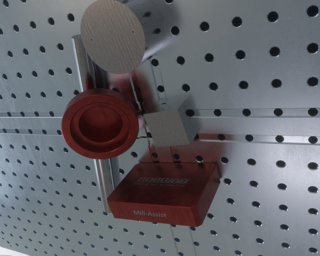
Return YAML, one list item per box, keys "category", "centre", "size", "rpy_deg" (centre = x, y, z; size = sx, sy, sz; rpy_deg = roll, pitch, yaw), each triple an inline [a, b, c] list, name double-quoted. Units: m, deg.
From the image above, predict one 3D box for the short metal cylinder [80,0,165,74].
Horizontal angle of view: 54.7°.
- category: "short metal cylinder"
  centre: [-0.041, -0.107, 0.350]
  size: [0.080, 0.050, 0.079]
  rpy_deg: [13, 124, 21]

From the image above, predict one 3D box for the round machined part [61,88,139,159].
- category: "round machined part"
  centre: [-0.079, -0.009, 0.417]
  size: [0.099, 0.042, 0.097]
  rpy_deg: [-5, 121, -8]

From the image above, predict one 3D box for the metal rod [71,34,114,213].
- category: "metal rod"
  centre: [-0.094, 0.012, 0.467]
  size: [0.025, 0.025, 0.298]
  rpy_deg: [11, 123, 22]

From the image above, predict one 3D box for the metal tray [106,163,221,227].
- category: "metal tray"
  centre: [0.006, 0.085, 0.418]
  size: [0.130, 0.090, 0.030]
  rpy_deg: [-4, 117, 30]

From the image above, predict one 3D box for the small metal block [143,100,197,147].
- category: "small metal block"
  centre: [0.013, -0.004, 0.402]
  size: [0.050, 0.025, 0.050]
  rpy_deg: [-7, 115, 31]
